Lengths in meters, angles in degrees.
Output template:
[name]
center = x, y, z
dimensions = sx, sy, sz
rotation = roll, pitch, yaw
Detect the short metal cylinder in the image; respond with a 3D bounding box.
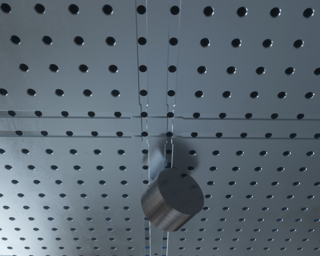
[short metal cylinder]
center = 0.019, 0.107, 0.467
dimensions = 0.080, 0.080, 0.050
rotation = 24, 126, -19
